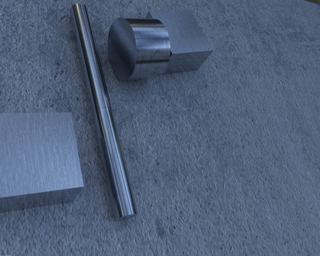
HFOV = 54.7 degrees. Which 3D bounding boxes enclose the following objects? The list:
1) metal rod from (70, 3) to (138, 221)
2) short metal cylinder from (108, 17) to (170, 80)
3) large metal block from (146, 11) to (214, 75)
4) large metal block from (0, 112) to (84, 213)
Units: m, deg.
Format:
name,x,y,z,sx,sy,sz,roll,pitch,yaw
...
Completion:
name,x,y,z,sx,sy,sz,roll,pitch,yaw
metal rod,-0.076,-0.037,0.385,0.025,0.025,0.299,-3,63,-30
short metal cylinder,-0.030,-0.106,0.417,0.050,0.080,0.080,-12,68,-33
large metal block,0.023,-0.133,0.481,0.081,0.050,0.080,-14,69,-34
large metal block,-0.126,0.032,0.300,0.081,0.050,0.080,-2,63,-29
